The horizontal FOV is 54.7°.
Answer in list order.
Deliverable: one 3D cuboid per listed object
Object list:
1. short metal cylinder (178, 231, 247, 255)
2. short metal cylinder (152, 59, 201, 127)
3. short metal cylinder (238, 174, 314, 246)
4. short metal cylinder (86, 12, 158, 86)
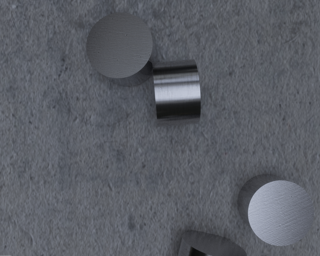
[{"bbox_3d":[0.061,0.169,0.384,0.080,0.080,0.050,13,90,-1],"label":"short metal cylinder"},{"bbox_3d":[0.019,-0.043,0.383,0.050,0.080,0.079,-5,90,-1],"label":"short metal cylinder"},{"bbox_3d":[0.147,0.103,0.400,0.081,0.050,0.079,0,90,-1],"label":"short metal cylinder"},{"bbox_3d":[-0.046,-0.097,0.392,0.080,0.050,0.080,0,86,6],"label":"short metal cylinder"}]
